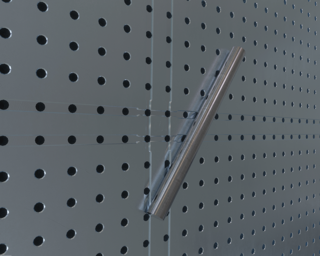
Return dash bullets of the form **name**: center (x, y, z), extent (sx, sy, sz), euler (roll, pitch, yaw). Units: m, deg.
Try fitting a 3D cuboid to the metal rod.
- **metal rod**: center (0.062, -0.006, 0.459), extent (0.025, 0.025, 0.300), euler (44, 64, -31)
